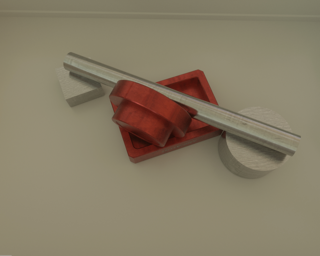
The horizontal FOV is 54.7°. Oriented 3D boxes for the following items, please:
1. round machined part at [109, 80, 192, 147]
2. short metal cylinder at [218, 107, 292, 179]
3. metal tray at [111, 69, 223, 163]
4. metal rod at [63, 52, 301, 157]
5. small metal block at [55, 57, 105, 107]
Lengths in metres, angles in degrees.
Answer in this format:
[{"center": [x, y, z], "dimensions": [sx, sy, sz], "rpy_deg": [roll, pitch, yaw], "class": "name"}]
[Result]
[{"center": [-0.016, -0.012, 0.360], "dimensions": [0.098, 0.098, 0.042], "rpy_deg": [26, 80, 9], "class": "round machined part"}, {"center": [0.118, 0.020, 0.389], "dimensions": [0.081, 0.050, 0.080], "rpy_deg": [0, 70, 0], "class": "short metal cylinder"}, {"center": [0.010, -0.017, 0.411], "dimensions": [0.131, 0.030, 0.090], "rpy_deg": [-18, 71, -7], "class": "metal tray"}, {"center": [0.015, -0.035, 0.377], "dimensions": [0.301, 0.025, 0.025], "rpy_deg": [22, 71, 14], "class": "metal rod"}, {"center": [-0.111, -0.064, 0.430], "dimensions": [0.050, 0.025, 0.050], "rpy_deg": [-21, 72, -8], "class": "small metal block"}]
